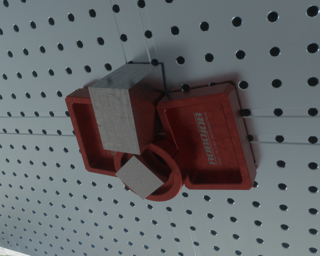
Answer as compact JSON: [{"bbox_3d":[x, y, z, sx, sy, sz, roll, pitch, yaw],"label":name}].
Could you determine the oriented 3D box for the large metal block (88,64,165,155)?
[{"bbox_3d":[-0.033,-0.026,0.372,0.050,0.080,0.079,6,121,25],"label":"large metal block"}]

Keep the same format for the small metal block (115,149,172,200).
[{"bbox_3d":[-0.022,0.058,0.399,0.050,0.025,0.050,43,129,-2],"label":"small metal block"}]

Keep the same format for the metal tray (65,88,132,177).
[{"bbox_3d":[-0.078,0.010,0.450,0.090,0.030,0.129,6,121,25],"label":"metal tray"}]

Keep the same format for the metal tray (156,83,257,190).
[{"bbox_3d":[0.059,0.016,0.381,0.090,0.030,0.129,-7,115,31],"label":"metal tray"}]

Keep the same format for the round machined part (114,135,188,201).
[{"bbox_3d":[-0.009,0.047,0.417,0.098,0.042,0.097,13,124,21],"label":"round machined part"}]
